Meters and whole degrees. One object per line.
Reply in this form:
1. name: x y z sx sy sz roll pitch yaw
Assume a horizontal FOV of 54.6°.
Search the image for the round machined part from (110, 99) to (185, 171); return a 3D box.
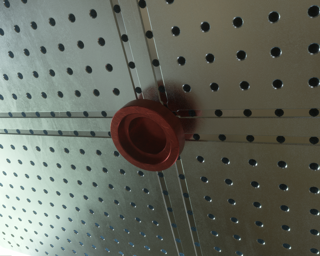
1. round machined part: -0.013 0.006 0.410 0.098 0.042 0.097 13 124 21
